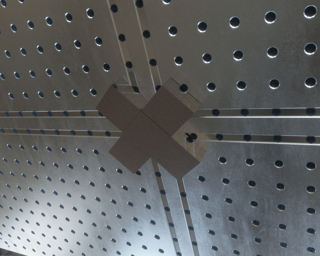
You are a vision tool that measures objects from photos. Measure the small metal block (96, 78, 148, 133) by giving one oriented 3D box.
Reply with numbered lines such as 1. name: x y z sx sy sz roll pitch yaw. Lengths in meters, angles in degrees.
1. small metal block: -0.051 -0.030 0.418 0.050 0.025 0.050 42 129 -1

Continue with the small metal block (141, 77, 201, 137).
1. small metal block: 0.014 -0.025 0.387 0.050 0.025 0.050 41 129 -1

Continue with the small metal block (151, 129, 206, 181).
1. small metal block: 0.025 0.036 0.419 0.050 0.025 0.050 42 129 -1

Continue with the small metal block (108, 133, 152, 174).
1. small metal block: -0.039 0.032 0.450 0.050 0.025 0.050 41 129 -1

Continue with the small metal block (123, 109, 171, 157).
1. small metal block: -0.013 0.003 0.417 0.050 0.025 0.050 41 129 -1
